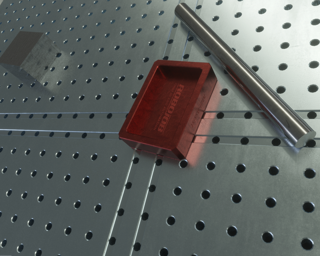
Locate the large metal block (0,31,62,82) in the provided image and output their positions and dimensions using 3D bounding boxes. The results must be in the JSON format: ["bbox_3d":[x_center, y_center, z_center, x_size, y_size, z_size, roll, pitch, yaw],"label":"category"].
[{"bbox_3d":[-0.257,-0.142,0.611,0.080,0.050,0.080,15,69,33],"label":"large metal block"}]

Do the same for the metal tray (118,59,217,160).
[{"bbox_3d":[0.011,-0.030,0.415,0.090,0.030,0.130,12,67,32],"label":"metal tray"}]

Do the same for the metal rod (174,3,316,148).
[{"bbox_3d":[0.093,-0.090,0.413,0.025,0.025,0.300,-34,52,6],"label":"metal rod"}]
